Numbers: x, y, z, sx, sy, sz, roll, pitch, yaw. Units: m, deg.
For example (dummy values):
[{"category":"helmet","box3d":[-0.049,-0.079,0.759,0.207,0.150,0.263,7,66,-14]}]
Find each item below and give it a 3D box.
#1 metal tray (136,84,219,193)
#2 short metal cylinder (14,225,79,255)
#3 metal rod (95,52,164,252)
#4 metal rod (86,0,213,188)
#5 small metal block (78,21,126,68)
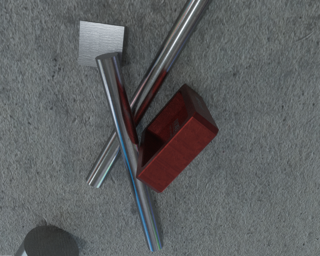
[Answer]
[{"category":"metal tray","box3d":[0.015,0.005,0.356,0.030,0.130,0.090,38,106,-13]},{"category":"short metal cylinder","box3d":[-0.166,0.189,0.448,0.080,0.080,0.050,30,107,-11]},{"category":"metal rod","box3d":[-0.033,0.051,0.407,0.025,0.025,0.298,-10,118,3]},{"category":"metal rod","box3d":[-0.017,-0.045,0.392,0.025,0.025,0.298,29,107,-11]},{"category":"small metal block","box3d":[-0.069,-0.100,0.372,0.050,0.025,0.050,7,110,-3]}]
